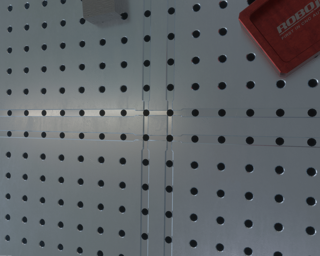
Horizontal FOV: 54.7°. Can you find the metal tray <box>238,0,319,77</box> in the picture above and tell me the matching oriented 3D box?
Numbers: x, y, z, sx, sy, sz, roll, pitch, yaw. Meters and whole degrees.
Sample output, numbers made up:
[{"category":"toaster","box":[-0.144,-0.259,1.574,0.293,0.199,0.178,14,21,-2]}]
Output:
[{"category":"metal tray","box":[0.169,-0.132,0.350,0.130,0.030,0.090,-36,79,16]}]

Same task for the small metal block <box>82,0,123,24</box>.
[{"category":"small metal block","box":[-0.082,-0.181,0.442,0.050,0.025,0.050,-5,88,19]}]
